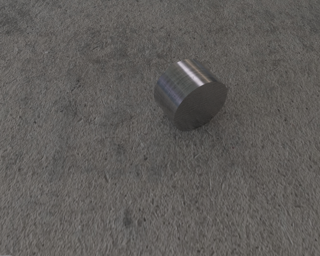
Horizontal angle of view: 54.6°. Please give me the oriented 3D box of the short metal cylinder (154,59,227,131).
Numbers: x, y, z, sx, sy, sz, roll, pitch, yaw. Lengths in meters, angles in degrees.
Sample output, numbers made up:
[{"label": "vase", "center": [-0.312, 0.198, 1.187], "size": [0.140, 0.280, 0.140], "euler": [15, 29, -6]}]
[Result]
[{"label": "short metal cylinder", "center": [0.039, -0.042, 0.403], "size": [0.081, 0.080, 0.050], "euler": [-24, 54, -19]}]
